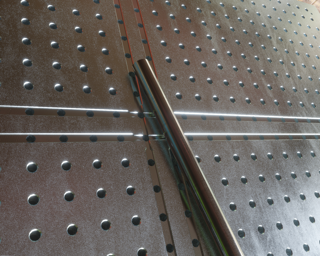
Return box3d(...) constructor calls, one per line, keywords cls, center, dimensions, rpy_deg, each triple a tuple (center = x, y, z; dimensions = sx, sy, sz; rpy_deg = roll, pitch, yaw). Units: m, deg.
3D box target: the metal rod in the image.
box3d(cls="metal rod", center=(0.032, 0.036, 0.404), dimensions=(0.025, 0.025, 0.299), rpy_deg=(-13, 68, -34))
